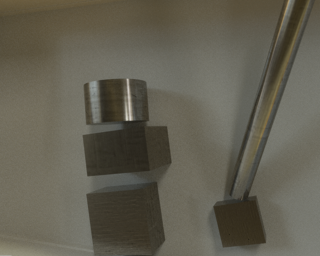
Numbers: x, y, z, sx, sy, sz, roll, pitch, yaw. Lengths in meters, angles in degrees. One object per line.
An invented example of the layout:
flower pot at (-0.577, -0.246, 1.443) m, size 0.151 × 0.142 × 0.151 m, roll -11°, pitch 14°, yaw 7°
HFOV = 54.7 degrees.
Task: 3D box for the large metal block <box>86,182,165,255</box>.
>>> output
large metal block at (-0.044, 0.119, 0.412) m, size 0.080 × 0.050 × 0.080 m, roll -9°, pitch 87°, yaw 19°

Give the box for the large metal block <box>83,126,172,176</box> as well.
large metal block at (-0.038, 0.028, 0.394) m, size 0.080 × 0.080 × 0.050 m, roll -8°, pitch 88°, yaw 19°

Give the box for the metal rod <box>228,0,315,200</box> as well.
metal rod at (0.114, -0.050, 0.308) m, size 0.025 × 0.025 × 0.298 m, roll 19°, pitch 120°, yaw 18°

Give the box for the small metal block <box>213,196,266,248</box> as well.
small metal block at (0.097, 0.113, 0.376) m, size 0.050 × 0.025 × 0.050 m, roll -14°, pitch 86°, yaw 19°

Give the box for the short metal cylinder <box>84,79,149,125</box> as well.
short metal cylinder at (-0.056, -0.031, 0.400) m, size 0.080 × 0.080 × 0.050 m, roll -4°, pitch 89°, yaw 19°
